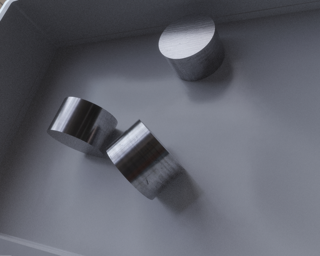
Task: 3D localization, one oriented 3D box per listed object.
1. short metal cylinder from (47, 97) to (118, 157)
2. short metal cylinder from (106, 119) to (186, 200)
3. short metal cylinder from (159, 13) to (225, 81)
[{"bbox_3d":[-0.105,0.000,0.426,0.080,0.080,0.050,9,66,32],"label":"short metal cylinder"},{"bbox_3d":[-0.016,0.035,0.357,0.050,0.080,0.080,-42,51,0],"label":"short metal cylinder"},{"bbox_3d":[0.045,-0.113,0.435,0.080,0.050,0.080,-13,56,21],"label":"short metal cylinder"}]
